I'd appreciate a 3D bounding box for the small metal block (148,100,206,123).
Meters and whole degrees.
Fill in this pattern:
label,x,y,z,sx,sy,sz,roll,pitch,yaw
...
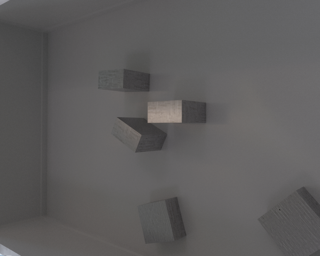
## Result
label,x,y,z,sx,sy,sz,roll,pitch,yaw
small metal block,0.021,-0.019,0.374,0.050,0.050,0.025,0,90,40

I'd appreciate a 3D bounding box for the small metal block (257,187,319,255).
label,x,y,z,sx,sy,sz,roll,pitch,yaw
small metal block,0.133,0.093,0.297,0.050,0.025,0.050,-50,61,28

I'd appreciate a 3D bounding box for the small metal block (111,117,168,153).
label,x,y,z,sx,sy,sz,roll,pitch,yaw
small metal block,-0.028,0.008,0.414,0.050,0.050,0.025,34,111,35

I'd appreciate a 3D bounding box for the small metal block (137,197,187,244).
label,x,y,z,sx,sy,sz,roll,pitch,yaw
small metal block,0.002,0.121,0.406,0.050,0.025,0.050,-22,76,38

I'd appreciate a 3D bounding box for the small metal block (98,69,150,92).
label,x,y,z,sx,sy,sz,roll,pitch,yaw
small metal block,-0.050,-0.065,0.432,0.050,0.050,0.025,5,93,40
